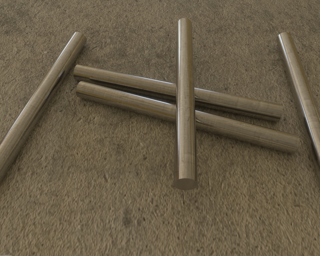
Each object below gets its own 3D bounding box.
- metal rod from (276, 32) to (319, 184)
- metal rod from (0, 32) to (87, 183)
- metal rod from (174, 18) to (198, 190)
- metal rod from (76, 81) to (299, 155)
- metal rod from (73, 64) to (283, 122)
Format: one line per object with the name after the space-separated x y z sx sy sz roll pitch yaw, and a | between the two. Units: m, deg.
0.204 -0.040 0.437 0.025 0.025 0.300 3 50 2 | metal rod
-0.168 -0.041 0.436 0.025 0.025 0.300 9 50 7 | metal rod
0.034 -0.056 0.416 0.025 0.025 0.300 2 50 2 | metal rod
0.027 -0.017 0.417 0.301 0.025 0.025 15 52 12 | metal rod
0.019 -0.052 0.447 0.301 0.025 0.025 13 51 10 | metal rod
